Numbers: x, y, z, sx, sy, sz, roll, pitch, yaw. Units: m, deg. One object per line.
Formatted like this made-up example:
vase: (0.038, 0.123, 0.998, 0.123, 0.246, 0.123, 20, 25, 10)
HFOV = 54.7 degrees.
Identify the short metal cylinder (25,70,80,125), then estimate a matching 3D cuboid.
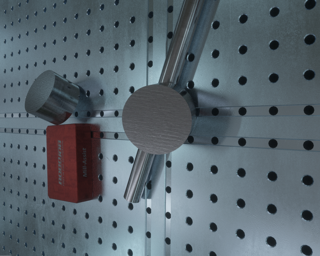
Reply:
short metal cylinder: (-0.183, -0.051, 0.528, 0.080, 0.050, 0.080, -19, 56, 32)

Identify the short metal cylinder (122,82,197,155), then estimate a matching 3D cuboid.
short metal cylinder: (0.001, -0.013, 0.371, 0.080, 0.050, 0.079, 2, 101, 12)

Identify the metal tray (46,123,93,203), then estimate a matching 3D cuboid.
metal tray: (-0.159, 0.059, 0.538, 0.090, 0.030, 0.129, -3, 88, 40)

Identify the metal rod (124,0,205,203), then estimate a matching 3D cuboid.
metal rod: (0.004, -0.038, 0.405, 0.025, 0.025, 0.298, 28, 108, 36)
